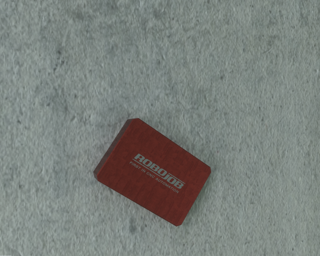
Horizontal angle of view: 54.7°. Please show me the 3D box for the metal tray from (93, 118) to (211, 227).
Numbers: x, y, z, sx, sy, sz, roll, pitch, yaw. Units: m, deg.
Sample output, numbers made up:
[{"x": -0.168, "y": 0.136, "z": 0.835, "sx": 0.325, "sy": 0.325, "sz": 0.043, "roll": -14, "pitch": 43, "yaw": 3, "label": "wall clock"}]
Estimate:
[{"x": -0.007, "y": 0.058, "z": 0.405, "sx": 0.130, "sy": 0.030, "sz": 0.090, "roll": 35, "pitch": 79, "yaw": -17, "label": "metal tray"}]
